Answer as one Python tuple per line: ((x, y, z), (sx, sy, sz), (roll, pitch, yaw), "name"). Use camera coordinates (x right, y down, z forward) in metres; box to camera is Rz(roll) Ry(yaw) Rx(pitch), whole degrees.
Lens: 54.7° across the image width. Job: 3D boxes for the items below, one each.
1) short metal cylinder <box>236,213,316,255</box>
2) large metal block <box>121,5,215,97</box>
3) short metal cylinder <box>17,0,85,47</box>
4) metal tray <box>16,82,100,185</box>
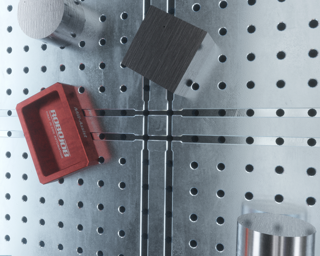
((0.125, 0.129, 0.339), (0.080, 0.080, 0.050), (2, 91, 20), "short metal cylinder")
((0.011, -0.096, 0.395), (0.080, 0.050, 0.080), (32, 100, 17), "large metal block")
((-0.159, -0.164, 0.455), (0.080, 0.050, 0.079), (0, 90, 20), "short metal cylinder")
((-0.155, 0.008, 0.464), (0.090, 0.030, 0.129), (-24, 82, 18), "metal tray")
